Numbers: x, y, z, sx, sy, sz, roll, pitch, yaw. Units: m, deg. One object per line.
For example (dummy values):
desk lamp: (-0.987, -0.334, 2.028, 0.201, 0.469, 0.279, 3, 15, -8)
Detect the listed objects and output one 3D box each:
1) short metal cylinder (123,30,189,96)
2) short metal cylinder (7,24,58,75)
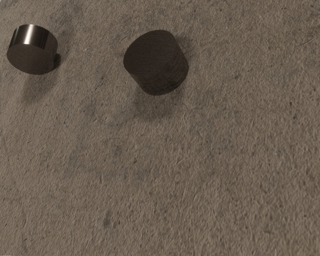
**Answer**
short metal cylinder: (-0.005, -0.094, 0.447, 0.080, 0.050, 0.080, -13, 56, 20)
short metal cylinder: (-0.237, -0.145, 0.579, 0.080, 0.080, 0.050, -14, 56, 20)
